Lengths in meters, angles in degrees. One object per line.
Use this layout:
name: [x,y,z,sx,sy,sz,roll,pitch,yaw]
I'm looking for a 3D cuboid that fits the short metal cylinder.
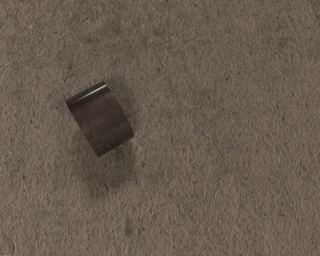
short metal cylinder: [-0.074,-0.011,0.382,0.050,0.080,0.080,-30,73,-11]
